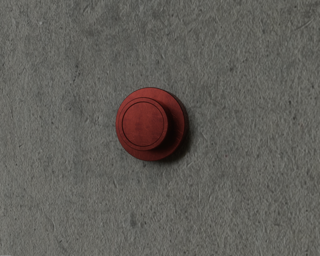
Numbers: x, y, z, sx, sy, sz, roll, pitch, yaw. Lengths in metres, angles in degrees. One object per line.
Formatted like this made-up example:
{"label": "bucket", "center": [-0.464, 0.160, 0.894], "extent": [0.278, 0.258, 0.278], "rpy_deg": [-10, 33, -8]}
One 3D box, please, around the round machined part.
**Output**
{"label": "round machined part", "center": [-0.015, -0.005, 0.405], "extent": [0.098, 0.042, 0.097], "rpy_deg": [0, 90, 19]}
